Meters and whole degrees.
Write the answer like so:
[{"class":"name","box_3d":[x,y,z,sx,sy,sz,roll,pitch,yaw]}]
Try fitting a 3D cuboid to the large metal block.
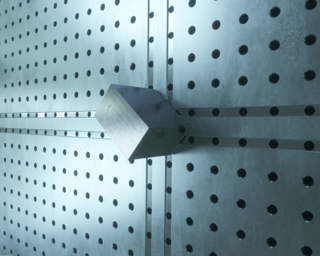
[{"class":"large metal block","box_3d":[-0.022,-0.008,0.392,0.080,0.081,0.050,49,119,28]}]
